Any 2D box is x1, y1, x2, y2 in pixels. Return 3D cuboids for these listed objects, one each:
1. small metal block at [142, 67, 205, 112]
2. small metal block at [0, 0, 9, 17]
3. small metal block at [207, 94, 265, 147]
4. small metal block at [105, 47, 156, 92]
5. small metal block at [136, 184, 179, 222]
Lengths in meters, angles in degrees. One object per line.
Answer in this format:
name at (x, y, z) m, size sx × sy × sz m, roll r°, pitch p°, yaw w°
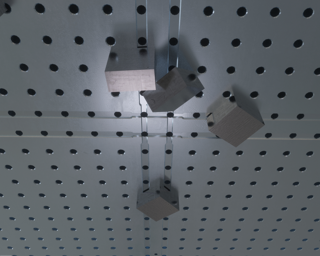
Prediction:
small metal block at (0.016, -0.043, 0.357) m, size 0.050 × 0.025 × 0.050 m, roll -36°, pitch 167°, yaw 26°
small metal block at (-0.190, -0.126, 0.303) m, size 0.050 × 0.025 × 0.050 m, roll -17°, pitch 128°, yaw 13°
small metal block at (0.098, -0.008, 0.405) m, size 0.050 × 0.025 × 0.050 m, roll 30°, pitch 124°, yaw -23°
small metal block at (-0.030, -0.065, 0.340) m, size 0.050 × 0.050 × 0.025 m, roll -2°, pitch 130°, yaw 2°
small metal block at (-0.003, 0.126, 0.518) m, size 0.050 × 0.025 × 0.050 m, roll -32°, pitch 123°, yaw 24°
